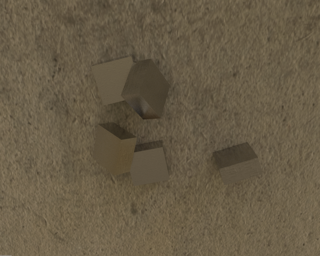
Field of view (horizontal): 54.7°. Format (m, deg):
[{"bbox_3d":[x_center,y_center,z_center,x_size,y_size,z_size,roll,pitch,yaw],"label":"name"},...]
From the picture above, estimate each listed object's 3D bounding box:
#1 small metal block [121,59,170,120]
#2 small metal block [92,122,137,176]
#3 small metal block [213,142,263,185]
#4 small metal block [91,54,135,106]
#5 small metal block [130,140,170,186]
[{"bbox_3d":[-0.015,-0.045,0.367,0.025,0.050,0.050,-3,147,31],"label":"small metal block"},{"bbox_3d":[-0.060,0.026,0.403,0.025,0.050,0.050,-8,118,-45],"label":"small metal block"},{"bbox_3d":[0.102,0.047,0.415,0.050,0.050,0.025,-18,109,6],"label":"small metal block"},{"bbox_3d":[-0.052,-0.061,0.387,0.050,0.025,0.050,-14,110,4],"label":"small metal block"},{"bbox_3d":[-0.016,0.048,0.427,0.050,0.025,0.050,-11,110,3],"label":"small metal block"}]
